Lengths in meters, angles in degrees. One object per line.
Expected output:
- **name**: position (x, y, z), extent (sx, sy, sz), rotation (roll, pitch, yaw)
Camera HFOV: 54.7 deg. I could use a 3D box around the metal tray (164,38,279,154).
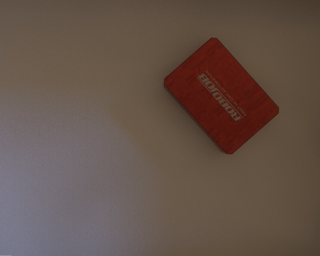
- **metal tray**: position (0.079, -0.041, 0.410), extent (0.090, 0.030, 0.130), rotation (-42, 91, 0)
